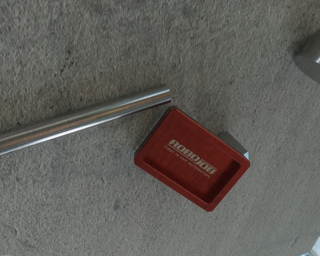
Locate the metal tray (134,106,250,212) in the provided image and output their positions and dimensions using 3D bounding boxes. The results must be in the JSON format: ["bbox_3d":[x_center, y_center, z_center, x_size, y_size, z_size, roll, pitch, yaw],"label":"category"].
[{"bbox_3d":[0.042,0.042,0.416,0.130,0.030,0.090,35,99,-10],"label":"metal tray"}]

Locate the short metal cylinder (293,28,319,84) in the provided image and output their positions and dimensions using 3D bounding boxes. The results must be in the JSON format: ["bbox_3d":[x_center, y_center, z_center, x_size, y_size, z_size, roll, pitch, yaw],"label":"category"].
[{"bbox_3d":[0.243,-0.099,0.446,0.080,0.080,0.050,33,100,-39],"label":"short metal cylinder"}]

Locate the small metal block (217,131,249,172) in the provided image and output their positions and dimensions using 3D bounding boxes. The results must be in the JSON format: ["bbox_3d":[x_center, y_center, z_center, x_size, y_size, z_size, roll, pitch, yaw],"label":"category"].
[{"bbox_3d":[0.097,0.039,0.468,0.050,0.050,0.025,-32,140,-8],"label":"small metal block"}]

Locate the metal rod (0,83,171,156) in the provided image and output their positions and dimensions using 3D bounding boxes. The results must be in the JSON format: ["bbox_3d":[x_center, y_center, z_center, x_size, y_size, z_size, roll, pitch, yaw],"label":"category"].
[{"bbox_3d":[-0.128,0.003,0.339,0.302,0.025,0.025,-19,126,-18],"label":"metal rod"}]
